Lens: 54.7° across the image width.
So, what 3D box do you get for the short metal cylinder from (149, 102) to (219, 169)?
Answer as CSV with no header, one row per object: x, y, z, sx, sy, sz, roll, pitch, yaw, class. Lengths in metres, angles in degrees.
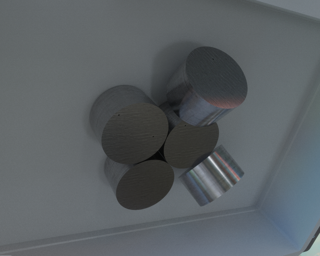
0.031,0.007,0.413,0.081,0.050,0.079,-14,125,-21,short metal cylinder

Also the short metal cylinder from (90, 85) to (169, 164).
-0.037,-0.004,0.368,0.081,0.050,0.079,-14,125,-21,short metal cylinder

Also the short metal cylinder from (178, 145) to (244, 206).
0.074,0.068,0.448,0.080,0.050,0.080,-37,174,-4,short metal cylinder

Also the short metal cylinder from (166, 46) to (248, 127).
0.054,-0.048,0.363,0.081,0.080,0.050,-3,158,-27,short metal cylinder

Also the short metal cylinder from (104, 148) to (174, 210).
-0.028,0.062,0.414,0.081,0.050,0.079,-14,125,-21,short metal cylinder
